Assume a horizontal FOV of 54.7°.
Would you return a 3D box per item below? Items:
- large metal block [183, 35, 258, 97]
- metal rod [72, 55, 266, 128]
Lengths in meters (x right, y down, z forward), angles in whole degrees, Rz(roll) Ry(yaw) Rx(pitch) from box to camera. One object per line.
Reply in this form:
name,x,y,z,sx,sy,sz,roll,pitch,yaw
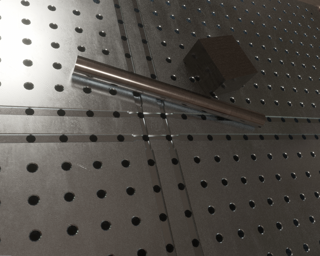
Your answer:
large metal block,0.099,-0.103,0.510,0.081,0.050,0.080,-18,72,-35
metal rod,0.027,-0.047,0.453,0.302,0.025,0.025,14,56,-21
